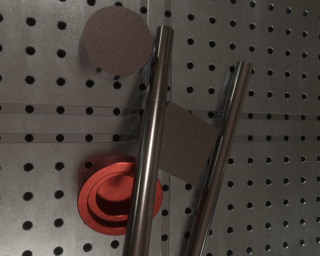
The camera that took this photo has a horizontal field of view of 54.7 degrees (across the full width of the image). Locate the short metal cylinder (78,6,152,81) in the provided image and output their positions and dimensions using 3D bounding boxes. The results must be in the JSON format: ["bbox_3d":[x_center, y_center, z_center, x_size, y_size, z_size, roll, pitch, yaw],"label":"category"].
[{"bbox_3d":[-0.056,-0.101,0.379,0.081,0.050,0.079,0,90,-21],"label":"short metal cylinder"}]

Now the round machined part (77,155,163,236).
[{"bbox_3d":[-0.050,0.077,0.376,0.099,0.042,0.097,-5,111,-13],"label":"round machined part"}]

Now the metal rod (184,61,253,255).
[{"bbox_3d":[0.084,0.048,0.445,0.025,0.025,0.299,18,84,-20],"label":"metal rod"}]

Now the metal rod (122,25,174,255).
[{"bbox_3d":[-0.010,0.005,0.354,0.025,0.025,0.299,17,63,-20],"label":"metal rod"}]

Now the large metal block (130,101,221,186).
[{"bbox_3d":[0.020,0.020,0.408,0.080,0.050,0.080,29,80,-18],"label":"large metal block"}]
